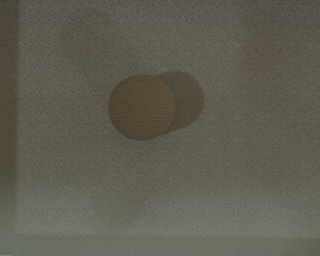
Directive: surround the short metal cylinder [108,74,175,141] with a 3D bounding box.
[{"bbox_3d":[-0.022,-0.025,0.397,0.080,0.050,0.080,0,90,0],"label":"short metal cylinder"}]
